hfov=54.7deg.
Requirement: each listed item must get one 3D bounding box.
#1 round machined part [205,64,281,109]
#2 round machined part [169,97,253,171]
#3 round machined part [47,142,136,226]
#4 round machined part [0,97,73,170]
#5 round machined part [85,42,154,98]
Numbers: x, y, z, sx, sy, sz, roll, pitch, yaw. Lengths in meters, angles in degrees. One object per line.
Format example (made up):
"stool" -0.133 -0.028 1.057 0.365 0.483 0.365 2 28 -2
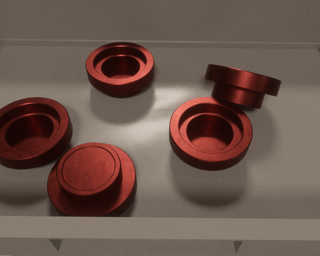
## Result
"round machined part" 0.108 -0.054 0.420 0.099 0.042 0.098 13 10 -2
"round machined part" 0.060 0.011 0.384 0.099 0.042 0.098 0 52 0
"round machined part" -0.076 0.055 0.347 0.099 0.042 0.098 0 50 0
"round machined part" -0.158 0.010 0.383 0.099 0.042 0.098 0 50 0
"round machined part" -0.058 -0.083 0.463 0.099 0.042 0.098 0 50 0
